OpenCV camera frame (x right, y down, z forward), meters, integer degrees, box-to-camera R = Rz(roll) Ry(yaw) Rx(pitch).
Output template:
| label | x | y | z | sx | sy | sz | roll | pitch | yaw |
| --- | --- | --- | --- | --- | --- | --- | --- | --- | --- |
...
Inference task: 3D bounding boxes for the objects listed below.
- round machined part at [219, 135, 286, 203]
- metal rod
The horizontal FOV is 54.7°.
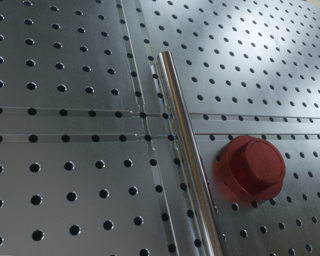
| label | x | y | z | sx | sy | sz | roll | pitch | yaw |
| --- | --- | --- | --- | --- | --- | --- | --- | --- | --- |
| round machined part | 0.136 | 0.053 | 0.438 | 0.099 | 0.042 | 0.098 | 14 | 56 | -21 |
| metal rod | 0.037 | 0.021 | 0.414 | 0.025 | 0.025 | 0.299 | 2 | 61 | -28 |
